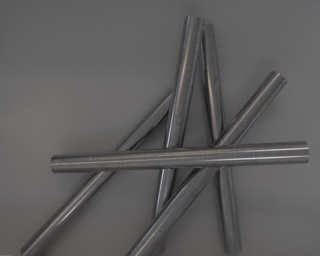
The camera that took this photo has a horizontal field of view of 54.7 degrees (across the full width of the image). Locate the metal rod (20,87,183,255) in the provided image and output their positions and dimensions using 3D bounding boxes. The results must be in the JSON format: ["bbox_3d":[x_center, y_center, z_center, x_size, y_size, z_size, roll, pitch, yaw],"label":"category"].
[{"bbox_3d":[-0.072,0.057,0.410,0.025,0.025,0.300,43,90,0],"label":"metal rod"}]

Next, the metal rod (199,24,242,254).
[{"bbox_3d":[0.078,0.014,0.411,0.025,0.025,0.298,-7,90,0],"label":"metal rod"}]

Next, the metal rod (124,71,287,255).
[{"bbox_3d":[0.056,0.053,0.383,0.025,0.025,0.300,39,87,0],"label":"metal rod"}]

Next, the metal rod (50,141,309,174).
[{"bbox_3d":[0.013,0.036,0.369,0.301,0.025,0.025,-4,90,11],"label":"metal rod"}]

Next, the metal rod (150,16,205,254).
[{"bbox_3d":[0.018,0.014,0.393,0.025,0.025,0.298,9,97,0],"label":"metal rod"}]
